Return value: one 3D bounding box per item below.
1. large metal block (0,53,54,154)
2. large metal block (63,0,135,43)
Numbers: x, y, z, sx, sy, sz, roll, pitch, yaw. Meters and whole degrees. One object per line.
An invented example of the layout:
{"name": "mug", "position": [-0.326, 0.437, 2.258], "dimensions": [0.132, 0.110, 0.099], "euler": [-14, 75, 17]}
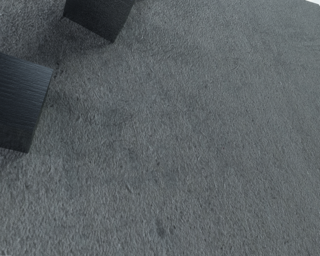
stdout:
{"name": "large metal block", "position": [-0.164, -0.029, 0.317], "dimensions": [0.081, 0.050, 0.080], "euler": [16, 55, -19]}
{"name": "large metal block", "position": [-0.081, -0.181, 0.435], "dimensions": [0.080, 0.080, 0.050], "euler": [27, 53, -12]}
